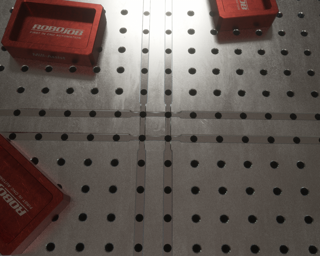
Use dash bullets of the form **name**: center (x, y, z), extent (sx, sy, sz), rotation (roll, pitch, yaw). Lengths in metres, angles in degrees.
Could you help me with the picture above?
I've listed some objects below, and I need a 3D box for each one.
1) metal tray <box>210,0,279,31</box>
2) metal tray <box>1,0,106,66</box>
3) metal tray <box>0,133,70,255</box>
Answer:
- **metal tray**: center (0.125, -0.220, 0.490), extent (0.091, 0.030, 0.129), rotation (-6, 70, -3)
- **metal tray**: center (-0.154, -0.145, 0.459), extent (0.131, 0.030, 0.090), rotation (7, 70, 2)
- **metal tray**: center (-0.189, 0.077, 0.378), extent (0.130, 0.030, 0.090), rotation (39, 74, 12)
